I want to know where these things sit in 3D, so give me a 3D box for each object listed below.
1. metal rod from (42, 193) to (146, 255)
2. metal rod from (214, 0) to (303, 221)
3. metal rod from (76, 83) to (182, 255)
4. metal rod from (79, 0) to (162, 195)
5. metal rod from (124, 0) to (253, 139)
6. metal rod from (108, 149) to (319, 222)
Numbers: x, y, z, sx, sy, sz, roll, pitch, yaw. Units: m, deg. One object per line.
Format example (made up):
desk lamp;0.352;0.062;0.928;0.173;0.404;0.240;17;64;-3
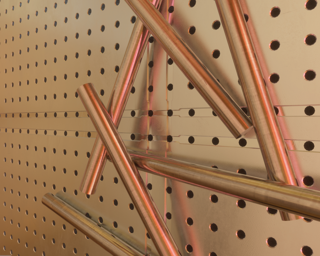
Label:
metal rod;-0.100;0.168;0.493;0.300;0.025;0.025;17;101;38
metal rod;0.096;-0.055;0.330;0.025;0.025;0.299;-23;76;38
metal rod;-0.033;0.075;0.403;0.025;0.025;0.299;-35;79;35
metal rod;-0.056;-0.046;0.437;0.025;0.025;0.298;27;100;37
metal rod;0.008;-0.112;0.378;0.025;0.025;0.299;-46;70;30
metal rod;0.034;0.053;0.362;0.300;0.025;0.025;7;95;46
